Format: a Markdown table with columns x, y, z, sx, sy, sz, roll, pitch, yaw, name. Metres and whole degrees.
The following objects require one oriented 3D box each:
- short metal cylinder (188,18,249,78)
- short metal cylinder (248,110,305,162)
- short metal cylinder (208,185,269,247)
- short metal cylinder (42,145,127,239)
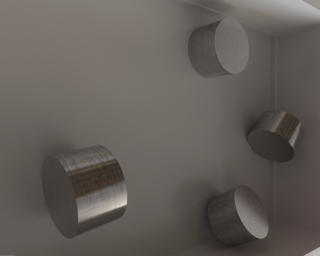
| x | y | z | sx | sy | sz | roll | pitch | yaw | name |
| --- | --- | --- | --- | --- | --- | --- | --- | --- | --- |
| 0.089 | -0.118 | 0.464 | 0.081 | 0.050 | 0.080 | 0 | 90 | -40 | short metal cylinder |
| 0.201 | 0.015 | 0.539 | 0.050 | 0.080 | 0.080 | -51 | 120 | -28 | short metal cylinder |
| 0.118 | 0.133 | 0.468 | 0.080 | 0.050 | 0.080 | 30 | 43 | -31 | short metal cylinder |
| -0.076 | 0.061 | 0.307 | 0.050 | 0.080 | 0.079 | -12 | 98 | -39 | short metal cylinder |
